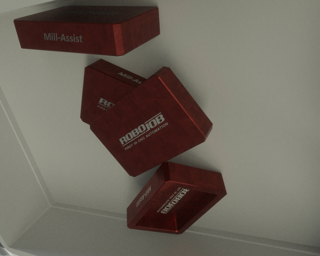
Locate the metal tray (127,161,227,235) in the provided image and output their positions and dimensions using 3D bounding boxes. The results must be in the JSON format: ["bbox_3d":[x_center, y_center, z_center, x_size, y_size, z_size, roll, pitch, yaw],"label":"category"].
[{"bbox_3d":[0.019,0.102,0.430,0.091,0.030,0.129,15,133,-22],"label":"metal tray"}]

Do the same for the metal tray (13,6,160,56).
[{"bbox_3d":[-0.077,-0.110,0.338,0.130,0.090,0.030,10,123,23],"label":"metal tray"}]

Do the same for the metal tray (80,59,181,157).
[{"bbox_3d":[-0.041,-0.025,0.411,0.130,0.030,0.089,25,128,12],"label":"metal tray"}]

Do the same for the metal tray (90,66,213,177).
[{"bbox_3d":[-0.015,-0.002,0.373,0.130,0.030,0.090,-32,101,37],"label":"metal tray"}]

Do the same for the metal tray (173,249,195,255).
[{"bbox_3d":[0.078,0.271,0.535,0.130,0.030,0.089,16,125,19],"label":"metal tray"}]
